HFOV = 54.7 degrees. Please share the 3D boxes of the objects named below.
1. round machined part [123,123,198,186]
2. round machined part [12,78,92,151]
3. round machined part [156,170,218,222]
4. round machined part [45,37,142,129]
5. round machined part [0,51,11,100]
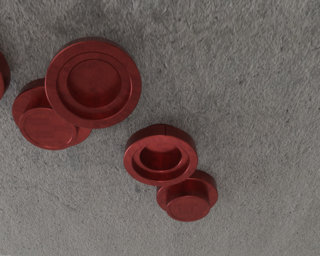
[{"bbox_3d":[0.001,0.032,0.423,0.099,0.042,0.097,0,130,0],"label":"round machined part"},{"bbox_3d":[-0.134,-0.010,0.386,0.099,0.042,0.097,0,130,0],"label":"round machined part"},{"bbox_3d":[0.043,0.113,0.492,0.099,0.042,0.097,0,130,0],"label":"round machined part"},{"bbox_3d":[-0.072,-0.051,0.341,0.099,0.042,0.097,-6,119,-10],"label":"round machined part"},{"bbox_3d":[-0.213,-0.068,0.336,0.099,0.042,0.097,0,130,0],"label":"round machined part"}]
